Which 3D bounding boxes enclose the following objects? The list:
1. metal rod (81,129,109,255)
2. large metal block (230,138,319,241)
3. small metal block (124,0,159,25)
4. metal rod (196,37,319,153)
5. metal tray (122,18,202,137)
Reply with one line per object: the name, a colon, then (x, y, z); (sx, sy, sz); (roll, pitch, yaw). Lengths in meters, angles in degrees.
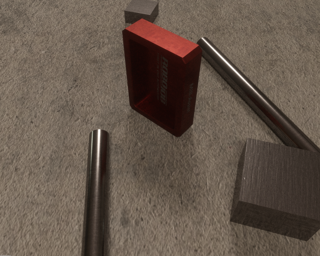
metal rod: (-0.063, 0.124, 0.298); (0.025, 0.025, 0.300); (-4, 50, -4)
large metal block: (0.125, 0.064, 0.335); (0.080, 0.050, 0.080); (12, 51, 10)
small metal block: (-0.034, -0.220, 0.588); (0.050, 0.025, 0.050); (14, 51, 11)
metal rod: (0.138, -0.039, 0.437); (0.025, 0.025, 0.300); (-21, 53, -17)
metal tray: (0.001, -0.057, 0.383); (0.090, 0.129, 0.030); (33, 57, 24)
